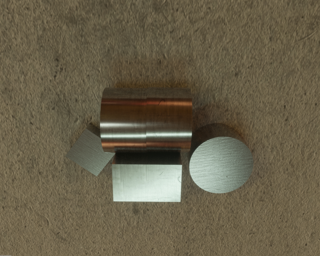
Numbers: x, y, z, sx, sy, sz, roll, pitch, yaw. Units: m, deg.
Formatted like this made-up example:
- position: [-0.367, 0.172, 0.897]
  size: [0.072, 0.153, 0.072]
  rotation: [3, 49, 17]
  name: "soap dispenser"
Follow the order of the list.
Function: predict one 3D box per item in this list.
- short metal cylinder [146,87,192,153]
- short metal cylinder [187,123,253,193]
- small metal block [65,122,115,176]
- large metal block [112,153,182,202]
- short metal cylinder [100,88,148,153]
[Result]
- position: [0.010, -0.010, 0.379]
  size: [0.050, 0.080, 0.079]
  rotation: [1, 110, 0]
  name: "short metal cylinder"
- position: [0.077, 0.039, 0.412]
  size: [0.081, 0.050, 0.079]
  rotation: [0, 110, 0]
  name: "short metal cylinder"
- position: [-0.090, 0.029, 0.421]
  size: [0.050, 0.025, 0.050]
  rotation: [36, 106, -13]
  name: "small metal block"
- position: [-0.015, 0.051, 0.401]
  size: [0.081, 0.080, 0.050]
  rotation: [1, 110, -1]
  name: "large metal block"
- position: [-0.040, -0.009, 0.378]
  size: [0.050, 0.080, 0.079]
  rotation: [1, 110, 0]
  name: "short metal cylinder"
